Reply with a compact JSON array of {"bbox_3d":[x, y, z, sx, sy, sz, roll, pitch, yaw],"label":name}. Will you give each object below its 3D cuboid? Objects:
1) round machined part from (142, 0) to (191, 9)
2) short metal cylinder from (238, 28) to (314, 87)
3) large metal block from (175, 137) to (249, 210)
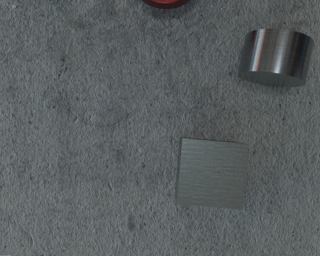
[{"bbox_3d":[0.008,-0.202,0.401,0.099,0.042,0.097,0,90,-1],"label":"round machined part"},{"bbox_3d":[0.142,-0.084,0.384,0.080,0.080,0.050,11,90,-1],"label":"short metal cylinder"},{"bbox_3d":[0.064,0.055,0.398,0.081,0.050,0.079,5,90,-1],"label":"large metal block"}]
